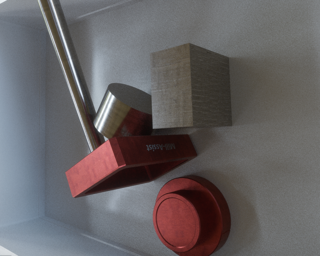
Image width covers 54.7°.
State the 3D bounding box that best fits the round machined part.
[{"bbox_3d":[0.030,0.108,0.369,0.098,0.042,0.097,0,90,39],"label":"round machined part"}]

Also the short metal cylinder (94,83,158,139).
[{"bbox_3d":[-0.039,-0.017,0.401,0.080,0.081,0.050,41,115,32],"label":"short metal cylinder"}]

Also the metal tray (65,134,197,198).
[{"bbox_3d":[-0.029,0.042,0.360,0.090,0.131,0.030,-35,69,34],"label":"metal tray"}]

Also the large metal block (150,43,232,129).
[{"bbox_3d":[0.036,-0.040,0.340,0.050,0.081,0.080,-4,88,40],"label":"large metal block"}]

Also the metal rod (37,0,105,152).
[{"bbox_3d":[-0.110,-0.053,0.417,0.025,0.025,0.298,4,117,39],"label":"metal rod"}]
